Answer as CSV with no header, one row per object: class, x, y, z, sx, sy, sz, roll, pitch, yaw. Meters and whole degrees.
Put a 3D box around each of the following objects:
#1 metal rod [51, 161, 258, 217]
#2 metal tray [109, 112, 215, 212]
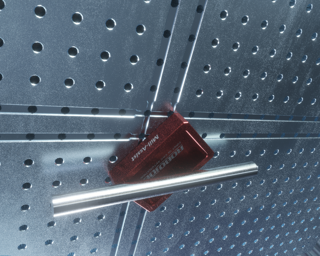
metal rod,0.011,0.078,0.425,0.303,0.025,0.025,-5,121,-26
metal tray,0.005,0.051,0.441,0.130,0.030,0.090,-43,130,1
